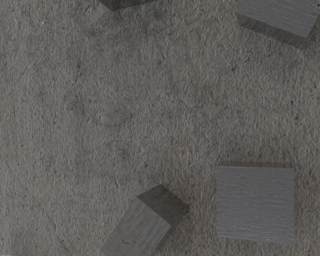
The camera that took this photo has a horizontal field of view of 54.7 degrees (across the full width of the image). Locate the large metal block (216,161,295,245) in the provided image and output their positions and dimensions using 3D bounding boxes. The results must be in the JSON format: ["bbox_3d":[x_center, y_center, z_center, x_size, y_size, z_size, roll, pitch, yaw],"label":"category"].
[{"bbox_3d":[0.110,0.082,0.357,0.080,0.050,0.080,0,90,20],"label":"large metal block"}]

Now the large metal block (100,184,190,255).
[{"bbox_3d":[-0.015,0.123,0.385,0.050,0.080,0.080,36,102,16],"label":"large metal block"}]

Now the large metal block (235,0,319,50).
[{"bbox_3d":[0.142,-0.145,0.346,0.080,0.050,0.080,28,99,17],"label":"large metal block"}]

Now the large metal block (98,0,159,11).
[{"bbox_3d":[-0.043,-0.212,0.411,0.080,0.050,0.080,-5,88,20],"label":"large metal block"}]
